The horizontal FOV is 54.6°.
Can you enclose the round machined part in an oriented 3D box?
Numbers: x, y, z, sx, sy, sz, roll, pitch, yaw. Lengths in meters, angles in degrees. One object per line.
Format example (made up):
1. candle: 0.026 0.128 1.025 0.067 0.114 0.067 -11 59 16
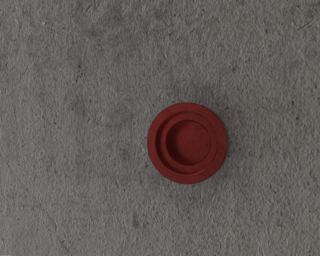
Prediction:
1. round machined part: 0.037 0.018 0.387 0.098 0.042 0.097 0 90 20
